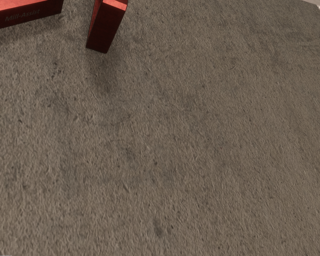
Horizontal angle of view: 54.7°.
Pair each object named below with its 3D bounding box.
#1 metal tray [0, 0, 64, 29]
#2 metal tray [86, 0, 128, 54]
[{"bbox_3d":[-0.204,-0.178,0.399,0.090,0.030,0.131,50,51,6],"label":"metal tray"},{"bbox_3d":[-0.071,-0.182,0.436,0.030,0.090,0.130,15,56,-21],"label":"metal tray"}]
